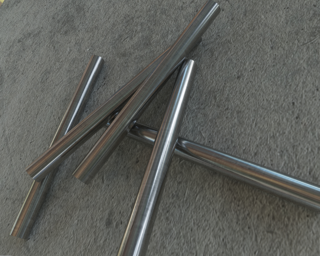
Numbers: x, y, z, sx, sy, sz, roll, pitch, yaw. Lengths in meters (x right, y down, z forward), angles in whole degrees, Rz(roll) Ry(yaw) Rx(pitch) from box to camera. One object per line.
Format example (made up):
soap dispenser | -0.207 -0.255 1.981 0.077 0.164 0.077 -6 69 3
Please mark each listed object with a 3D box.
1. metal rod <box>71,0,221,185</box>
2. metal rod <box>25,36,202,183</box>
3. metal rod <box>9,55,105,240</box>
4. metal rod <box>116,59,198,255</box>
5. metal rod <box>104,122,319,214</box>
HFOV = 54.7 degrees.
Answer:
metal rod | -0.011 -0.055 0.412 0.025 0.025 0.300 27 75 37
metal rod | -0.055 -0.039 0.428 0.301 0.025 0.025 -42 50 -13
metal rod | -0.148 0.014 0.473 0.025 0.025 0.300 3 63 30
metal rod | 0.003 0.026 0.346 0.025 0.025 0.300 -4 47 26
metal rod | 0.035 0.027 0.369 0.300 0.025 0.025 19 72 35
